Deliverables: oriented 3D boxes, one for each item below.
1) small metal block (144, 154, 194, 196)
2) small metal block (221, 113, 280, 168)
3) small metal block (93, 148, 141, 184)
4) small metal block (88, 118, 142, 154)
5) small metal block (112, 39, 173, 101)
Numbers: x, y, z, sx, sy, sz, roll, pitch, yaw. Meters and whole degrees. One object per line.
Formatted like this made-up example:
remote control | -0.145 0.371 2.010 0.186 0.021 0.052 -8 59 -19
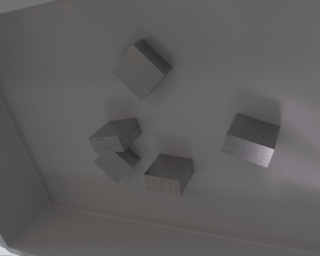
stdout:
small metal block | 0.013 0.063 0.424 0.050 0.050 0.025 7 121 25
small metal block | 0.102 0.012 0.346 0.050 0.050 0.025 19 126 17
small metal block | -0.066 0.050 0.474 0.050 0.025 0.050 43 129 -2
small metal block | -0.061 0.011 0.431 0.050 0.050 0.025 -7 115 31
small metal block | -0.021 -0.070 0.377 0.050 0.025 0.050 44 129 -3
